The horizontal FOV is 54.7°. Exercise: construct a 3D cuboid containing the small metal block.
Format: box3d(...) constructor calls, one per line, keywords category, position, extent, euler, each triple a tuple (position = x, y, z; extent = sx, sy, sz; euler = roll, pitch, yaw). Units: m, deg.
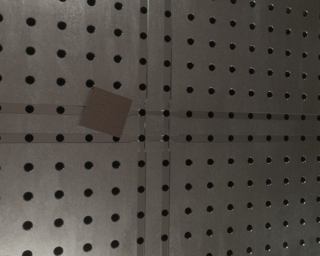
box3d(category="small metal block", position=(-0.068, -0.019, 0.388), extent=(0.050, 0.025, 0.050), euler=(19, 84, -20))
